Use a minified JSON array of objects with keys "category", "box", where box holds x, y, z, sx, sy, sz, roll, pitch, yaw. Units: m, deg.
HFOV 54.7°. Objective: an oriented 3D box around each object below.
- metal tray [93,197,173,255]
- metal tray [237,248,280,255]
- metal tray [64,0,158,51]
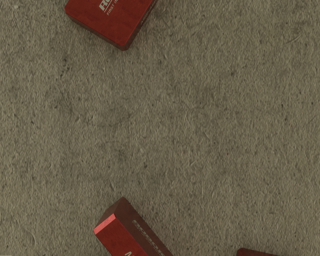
[{"category":"metal tray","box":[-0.020,0.151,0.377,0.030,0.090,0.130,-40,90,0]},{"category":"metal tray","box":[0.137,0.235,0.408,0.091,0.030,0.129,12,90,0]},{"category":"metal tray","box":[-0.051,-0.180,0.407,0.090,0.030,0.130,31,90,0]}]
